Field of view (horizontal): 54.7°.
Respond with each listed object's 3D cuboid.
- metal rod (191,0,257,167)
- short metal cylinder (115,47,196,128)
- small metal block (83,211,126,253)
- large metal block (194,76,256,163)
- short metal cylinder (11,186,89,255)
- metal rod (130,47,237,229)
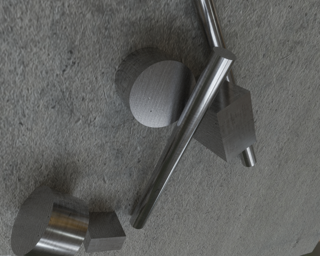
[{"bbox_3d":[0.097,-0.047,0.430,0.025,0.025,0.299,-33,129,-7],"label":"metal rod"},{"bbox_3d":[-0.006,-0.047,0.358,0.081,0.050,0.079,-14,124,-21],"label":"short metal cylinder"},{"bbox_3d":[-0.082,0.145,0.436,0.050,0.050,0.025,8,114,-32],"label":"small metal block"},{"bbox_3d":[0.072,-0.016,0.397,0.050,0.080,0.080,-33,130,-16],"label":"large metal block"},{"bbox_3d":[-0.131,0.116,0.371,0.080,0.080,0.050,-49,129,6],"label":"short metal cylinder"},{"bbox_3d":[0.014,0.036,0.391,0.025,0.025,0.298,0,133,-29],"label":"metal rod"}]
